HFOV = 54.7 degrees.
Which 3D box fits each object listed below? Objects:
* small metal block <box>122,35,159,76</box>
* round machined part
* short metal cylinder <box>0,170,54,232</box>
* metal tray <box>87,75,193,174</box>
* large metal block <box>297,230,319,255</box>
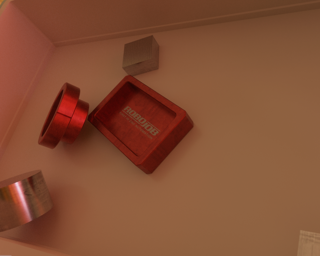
[{"bbox_3d":[-0.030,-0.113,0.489,0.050,0.025,0.050,-12,57,21],"label":"small metal block"},{"bbox_3d":[-0.138,-0.014,0.455,0.098,0.042,0.098,-45,31,38],"label":"round machined part"},{"bbox_3d":[-0.186,0.092,0.401,0.080,0.080,0.050,-16,96,19],"label":"short metal cylinder"},{"bbox_3d":[-0.030,-0.010,0.422,0.090,0.030,0.130,-48,52,-6],"label":"metal tray"},{"bbox_3d":[0.146,0.114,0.218,0.080,0.080,0.050,1,62,36],"label":"large metal block"}]
